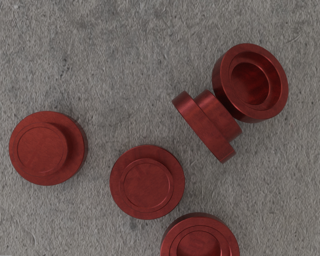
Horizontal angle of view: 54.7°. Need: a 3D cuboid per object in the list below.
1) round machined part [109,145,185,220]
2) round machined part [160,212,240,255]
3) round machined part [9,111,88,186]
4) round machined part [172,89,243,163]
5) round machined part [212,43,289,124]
[{"bbox_3d":[-0.016,0.071,0.401,0.099,0.042,0.097,0,90,0],"label":"round machined part"},{"bbox_3d":[0.049,0.158,0.402,0.099,0.042,0.097,0,90,0],"label":"round machined part"},{"bbox_3d":[-0.147,0.026,0.400,0.099,0.042,0.097,0,90,0],"label":"round machined part"},{"bbox_3d":[0.061,-0.008,0.372,0.042,0.098,0.098,-39,90,6],"label":"round machined part"},{"bbox_3d":[0.108,-0.053,0.390,0.099,0.042,0.098,5,75,-20],"label":"round machined part"}]
